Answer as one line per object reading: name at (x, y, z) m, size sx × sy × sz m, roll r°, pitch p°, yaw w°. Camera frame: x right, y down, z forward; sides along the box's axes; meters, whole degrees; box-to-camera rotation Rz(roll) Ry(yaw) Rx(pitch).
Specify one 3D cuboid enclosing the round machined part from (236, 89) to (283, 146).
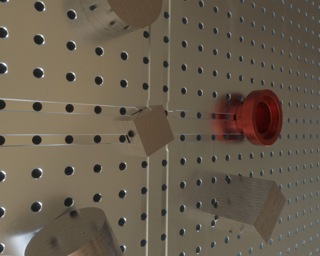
round machined part at (0.171, -0.018, 0.545) m, size 0.099 × 0.042 × 0.097 m, roll 0°, pitch 90°, yaw -40°

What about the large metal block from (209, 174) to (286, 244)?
large metal block at (0.140, 0.126, 0.495) m, size 0.080 × 0.080 × 0.050 m, roll -53°, pitch 121°, yaw -27°

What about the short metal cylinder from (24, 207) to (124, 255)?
short metal cylinder at (-0.083, 0.123, 0.306) m, size 0.081 × 0.080 × 0.050 m, roll -31°, pitch 110°, yaw -36°

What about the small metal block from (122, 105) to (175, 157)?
small metal block at (-0.014, 0.003, 0.399) m, size 0.050 × 0.025 × 0.050 m, roll -32°, pitch 110°, yaw -36°

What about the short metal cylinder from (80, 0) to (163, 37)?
short metal cylinder at (-0.044, -0.151, 0.357) m, size 0.081 × 0.050 × 0.079 m, roll 0°, pitch 90°, yaw -40°
